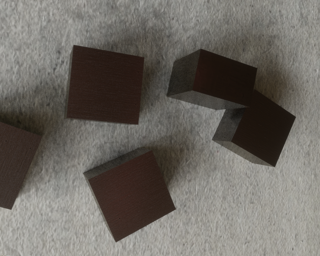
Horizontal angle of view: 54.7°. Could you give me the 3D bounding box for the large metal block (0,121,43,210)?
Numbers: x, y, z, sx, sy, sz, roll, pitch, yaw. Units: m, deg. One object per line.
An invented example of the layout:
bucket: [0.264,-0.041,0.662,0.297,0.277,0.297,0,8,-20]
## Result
large metal block: [-0.181,0.031,0.329,0.080,0.050,0.080,23,82,-19]

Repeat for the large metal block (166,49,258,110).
large metal block: [0.065,-0.059,0.405,0.081,0.080,0.050,13,86,-20]

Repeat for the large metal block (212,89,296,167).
large metal block: [0.135,0.001,0.447,0.080,0.050,0.080,29,80,-18]

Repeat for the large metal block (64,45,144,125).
large metal block: [-0.068,-0.047,0.371,0.081,0.050,0.080,5,88,-20]

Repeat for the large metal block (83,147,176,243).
large metal block: [-0.038,0.078,0.383,0.081,0.050,0.080,-24,98,-19]
